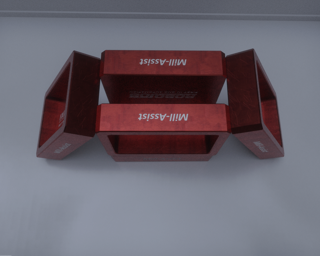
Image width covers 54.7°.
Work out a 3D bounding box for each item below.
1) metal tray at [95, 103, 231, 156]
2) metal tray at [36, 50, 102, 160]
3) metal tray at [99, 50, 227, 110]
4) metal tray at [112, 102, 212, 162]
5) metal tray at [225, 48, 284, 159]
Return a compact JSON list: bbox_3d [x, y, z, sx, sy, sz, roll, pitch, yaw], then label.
[{"bbox_3d":[0.003,0.005,0.340,0.131,0.090,0.030,0,70,-1],"label":"metal tray"},{"bbox_3d":[-0.109,-0.019,0.360,0.030,0.130,0.090,12,68,-30],"label":"metal tray"},{"bbox_3d":[0.003,-0.052,0.360,0.131,0.090,0.030,0,70,0],"label":"metal tray"},{"bbox_3d":[0.002,-0.003,0.407,0.131,0.030,0.090,0,70,-1],"label":"metal tray"},{"bbox_3d":[0.114,-0.021,0.362,0.030,0.130,0.090,-11,68,28],"label":"metal tray"}]
